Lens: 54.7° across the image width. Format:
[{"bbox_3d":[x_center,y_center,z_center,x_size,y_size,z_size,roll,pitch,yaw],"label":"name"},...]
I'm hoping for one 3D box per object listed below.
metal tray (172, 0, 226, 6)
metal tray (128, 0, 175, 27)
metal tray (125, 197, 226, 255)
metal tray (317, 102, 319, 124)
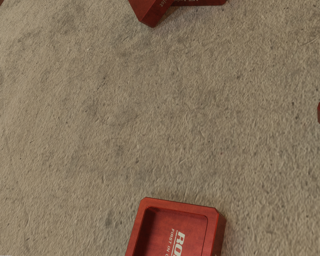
[{"bbox_3d":[0.060,-0.250,0.521,0.130,0.030,0.090,14,69,33],"label":"metal tray"},{"bbox_3d":[0.001,-0.245,0.514,0.129,0.030,0.090,-46,49,29],"label":"metal tray"},{"bbox_3d":[0.009,0.141,0.309,0.090,0.030,0.130,2,62,29],"label":"metal tray"},{"bbox_3d":[0.232,-0.015,0.288,0.130,0.030,0.090,-29,52,9],"label":"metal tray"}]
